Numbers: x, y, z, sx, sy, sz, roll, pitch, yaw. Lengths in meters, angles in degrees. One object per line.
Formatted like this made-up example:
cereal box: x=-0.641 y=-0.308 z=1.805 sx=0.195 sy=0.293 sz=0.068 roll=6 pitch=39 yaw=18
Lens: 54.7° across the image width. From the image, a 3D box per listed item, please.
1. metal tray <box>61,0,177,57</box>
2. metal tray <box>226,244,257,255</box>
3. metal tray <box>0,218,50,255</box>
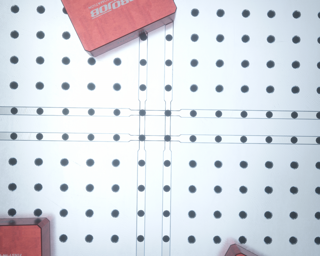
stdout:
metal tray: x=-0.054 y=-0.163 z=0.410 sx=0.131 sy=0.030 sz=0.090 roll=-25 pitch=90 yaw=-1
metal tray: x=0.136 y=0.228 z=0.412 sx=0.130 sy=0.030 sz=0.090 roll=28 pitch=90 yaw=-1
metal tray: x=-0.216 y=0.169 z=0.408 sx=0.131 sy=0.030 sz=0.089 roll=-1 pitch=90 yaw=-1
